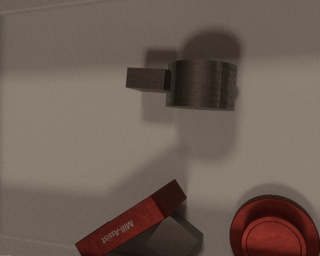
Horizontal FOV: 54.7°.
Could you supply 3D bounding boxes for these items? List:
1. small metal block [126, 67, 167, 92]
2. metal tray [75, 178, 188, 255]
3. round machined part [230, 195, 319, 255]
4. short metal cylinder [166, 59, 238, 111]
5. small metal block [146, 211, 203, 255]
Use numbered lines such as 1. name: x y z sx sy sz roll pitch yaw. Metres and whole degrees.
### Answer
1. small metal block: -0.010 -0.060 0.400 0.050 0.050 0.025 6 92 19
2. metal tray: -0.034 0.118 0.400 0.130 0.090 0.030 -36 81 17
3. round machined part: 0.130 0.129 0.356 0.098 0.042 0.097 0 90 19
4. short metal cylinder: 0.048 -0.048 0.364 0.080 0.080 0.050 4 92 19
5. small metal block: 0.019 0.144 0.403 0.050 0.025 0.050 37 102 16
